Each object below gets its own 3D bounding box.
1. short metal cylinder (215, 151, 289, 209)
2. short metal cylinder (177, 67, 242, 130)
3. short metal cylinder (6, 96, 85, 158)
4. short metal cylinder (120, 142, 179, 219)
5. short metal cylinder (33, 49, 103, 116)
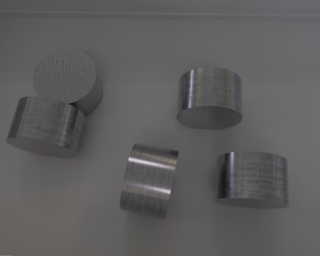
[{"bbox_3d":[0.105,0.062,0.358,0.080,0.080,0.050,6,70,2],"label":"short metal cylinder"},{"bbox_3d":[0.063,-0.035,0.393,0.080,0.080,0.050,4,70,1],"label":"short metal cylinder"},{"bbox_3d":[-0.138,0.002,0.379,0.080,0.080,0.050,7,70,2],"label":"short metal cylinder"},{"bbox_3d":[-0.011,0.060,0.358,0.050,0.080,0.080,12,71,4],"label":"short metal cylinder"},{"bbox_3d":[-0.121,-0.058,0.417,0.081,0.050,0.080,0,70,0],"label":"short metal cylinder"}]
